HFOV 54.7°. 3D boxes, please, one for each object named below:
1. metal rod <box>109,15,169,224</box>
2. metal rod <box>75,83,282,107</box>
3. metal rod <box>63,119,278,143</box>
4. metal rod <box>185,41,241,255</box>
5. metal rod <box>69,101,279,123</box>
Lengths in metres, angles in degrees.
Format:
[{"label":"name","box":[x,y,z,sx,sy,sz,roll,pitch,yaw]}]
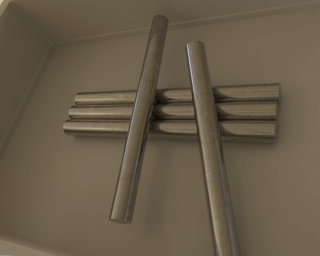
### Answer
[{"label":"metal rod","box":[-0.021,-0.031,0.400,0.025,0.025,0.299,-5,59,25]},{"label":"metal rod","box":[0.005,-0.042,0.426,0.300,0.025,0.025,1,62,28]},{"label":"metal rod","box":[-0.007,0.002,0.405,0.300,0.025,0.025,1,62,28]},{"label":"metal rod","box":[0.055,0.031,0.329,0.025,0.025,0.299,-15,62,20]},{"label":"metal rod","box":[-0.002,-0.020,0.416,0.300,0.025,0.025,1,62,28]}]
